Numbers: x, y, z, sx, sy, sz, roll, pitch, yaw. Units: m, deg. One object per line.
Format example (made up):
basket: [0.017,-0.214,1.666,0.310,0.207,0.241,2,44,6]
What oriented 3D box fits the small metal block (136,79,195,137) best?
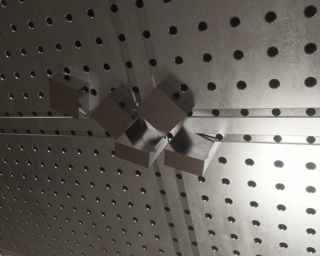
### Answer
small metal block: [0.006,-0.025,0.392,0.050,0.025,0.050,43,129,-2]

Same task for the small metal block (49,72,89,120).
small metal block: [-0.131,-0.047,0.449,0.050,0.025,0.050,21,126,15]

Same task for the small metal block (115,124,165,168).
small metal block: [-0.026,0.023,0.422,0.050,0.050,0.025,18,125,18]

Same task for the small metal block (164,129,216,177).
small metal block: [0.039,0.030,0.392,0.050,0.050,0.025,16,125,19]

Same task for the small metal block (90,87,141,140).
small metal block: [-0.060,-0.019,0.430,0.050,0.025,0.050,45,129,-4]
